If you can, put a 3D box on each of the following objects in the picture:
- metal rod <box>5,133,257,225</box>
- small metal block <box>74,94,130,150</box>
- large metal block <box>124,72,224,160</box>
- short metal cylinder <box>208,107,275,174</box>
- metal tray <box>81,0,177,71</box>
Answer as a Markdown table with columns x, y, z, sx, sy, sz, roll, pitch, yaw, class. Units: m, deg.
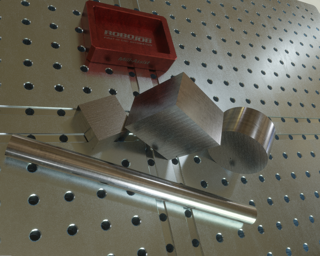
| x | y | z | sx | sy | sz | roll | pitch | yaw | class |
| --- | --- | --- | --- | --- | --- | --- | --- | --- | --- |
| -0.017 | 0.065 | 0.360 | 0.302 | 0.025 | 0.025 | 20 | 54 | -17 | metal rod |
| -0.068 | -0.008 | 0.377 | 0.050 | 0.025 | 0.050 | -23 | 74 | -36 | small metal block |
| 0.019 | -0.010 | 0.375 | 0.080 | 0.080 | 0.050 | 40 | 47 | -31 | large metal block |
| 0.112 | 0.018 | 0.425 | 0.080 | 0.080 | 0.050 | 36 | 51 | -5 | short metal cylinder |
| -0.046 | -0.136 | 0.464 | 0.131 | 0.030 | 0.090 | 2 | 61 | -28 | metal tray |
